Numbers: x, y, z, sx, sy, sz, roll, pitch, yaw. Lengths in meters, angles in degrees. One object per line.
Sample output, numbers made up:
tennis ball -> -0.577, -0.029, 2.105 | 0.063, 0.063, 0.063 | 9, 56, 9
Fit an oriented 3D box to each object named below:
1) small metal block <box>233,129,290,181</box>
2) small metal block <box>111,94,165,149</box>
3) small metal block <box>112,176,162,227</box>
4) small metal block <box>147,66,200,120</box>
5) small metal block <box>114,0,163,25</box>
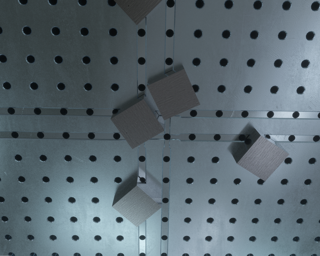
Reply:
small metal block -> 0.139, 0.038, 0.429 | 0.050, 0.025, 0.050 | 32, 107, -12
small metal block -> -0.029, -0.008, 0.410 | 0.050, 0.025, 0.050 | -30, 108, 10
small metal block -> -0.033, 0.108, 0.453 | 0.050, 0.025, 0.050 | -42, 105, 13
small metal block -> 0.017, -0.045, 0.397 | 0.050, 0.025, 0.050 | -24, 109, 8
small metal block -> -0.025, -0.155, 0.356 | 0.050, 0.025, 0.050 | -41, 106, 13
